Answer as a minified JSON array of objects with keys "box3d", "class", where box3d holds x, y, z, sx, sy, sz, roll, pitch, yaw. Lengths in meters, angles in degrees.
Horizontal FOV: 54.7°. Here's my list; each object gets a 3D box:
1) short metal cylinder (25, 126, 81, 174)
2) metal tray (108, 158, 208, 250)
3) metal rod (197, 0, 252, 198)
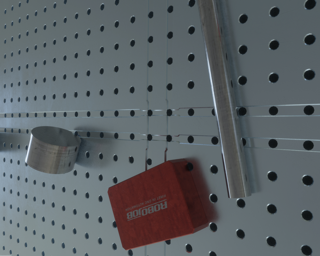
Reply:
[{"box3d":[-0.179,0.036,0.522,0.080,0.081,0.050,30,109,36],"class":"short metal cylinder"},{"box3d":[-0.009,0.104,0.414,0.130,0.030,0.090,-29,72,36],"class":"metal tray"},{"box3d":[0.067,-0.073,0.354,0.025,0.025,0.298,-13,82,39],"class":"metal rod"}]
